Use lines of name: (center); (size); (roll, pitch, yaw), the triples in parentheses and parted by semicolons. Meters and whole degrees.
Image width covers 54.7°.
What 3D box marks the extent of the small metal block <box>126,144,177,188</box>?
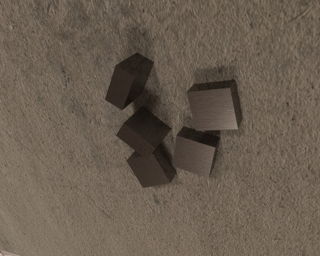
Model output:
small metal block: (-0.012, 0.056, 0.446); (0.050, 0.025, 0.050); (-17, 110, 34)

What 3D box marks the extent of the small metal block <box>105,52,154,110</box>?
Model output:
small metal block: (-0.036, -0.057, 0.373); (0.025, 0.050, 0.050); (32, 128, 7)

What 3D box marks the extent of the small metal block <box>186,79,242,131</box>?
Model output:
small metal block: (0.064, -0.025, 0.357); (0.050, 0.025, 0.050); (-3, 117, 29)

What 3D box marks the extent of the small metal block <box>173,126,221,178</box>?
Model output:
small metal block: (0.047, 0.031, 0.401); (0.050, 0.025, 0.050); (17, 125, 18)

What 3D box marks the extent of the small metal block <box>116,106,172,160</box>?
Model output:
small metal block: (-0.020, 0.005, 0.403); (0.050, 0.050, 0.025); (38, 129, 2)
